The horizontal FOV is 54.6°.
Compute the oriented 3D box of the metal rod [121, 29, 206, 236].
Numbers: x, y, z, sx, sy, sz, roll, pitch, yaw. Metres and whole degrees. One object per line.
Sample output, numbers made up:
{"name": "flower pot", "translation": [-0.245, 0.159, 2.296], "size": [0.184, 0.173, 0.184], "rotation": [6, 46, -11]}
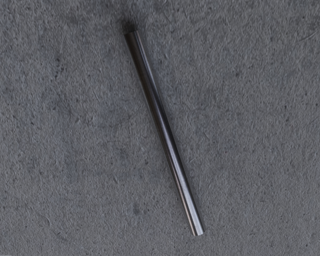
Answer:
{"name": "metal rod", "translation": [0.011, 0.020, 0.416], "size": [0.025, 0.025, 0.299], "rotation": [-17, 109, 6]}
